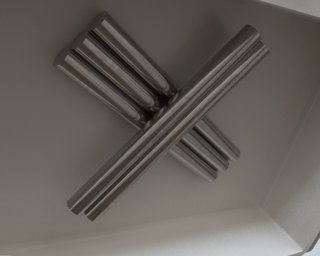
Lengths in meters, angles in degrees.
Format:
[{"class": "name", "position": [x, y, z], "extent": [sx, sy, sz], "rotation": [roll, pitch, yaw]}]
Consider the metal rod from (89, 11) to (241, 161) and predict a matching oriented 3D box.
[{"class": "metal rod", "position": [0.028, -0.032, 0.402], "extent": [0.025, 0.025, 0.301], "rotation": [-47, 129, 4]}]

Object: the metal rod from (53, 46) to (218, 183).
[{"class": "metal rod", "position": [-0.008, 0.003, 0.403], "extent": [0.025, 0.025, 0.301], "rotation": [-47, 129, 4]}]

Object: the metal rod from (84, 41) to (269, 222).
[{"class": "metal rod", "position": [0.018, 0.005, 0.387], "extent": [0.300, 0.025, 0.025], "rotation": [-45, 129, 3]}]

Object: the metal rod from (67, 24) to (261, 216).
[{"class": "metal rod", "position": [0.003, -0.007, 0.371], "extent": [0.300, 0.025, 0.025], "rotation": [-45, 129, 3]}]

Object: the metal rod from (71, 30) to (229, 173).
[{"class": "metal rod", "position": [0.010, -0.014, 0.403], "extent": [0.025, 0.025, 0.301], "rotation": [-47, 129, 4]}]
